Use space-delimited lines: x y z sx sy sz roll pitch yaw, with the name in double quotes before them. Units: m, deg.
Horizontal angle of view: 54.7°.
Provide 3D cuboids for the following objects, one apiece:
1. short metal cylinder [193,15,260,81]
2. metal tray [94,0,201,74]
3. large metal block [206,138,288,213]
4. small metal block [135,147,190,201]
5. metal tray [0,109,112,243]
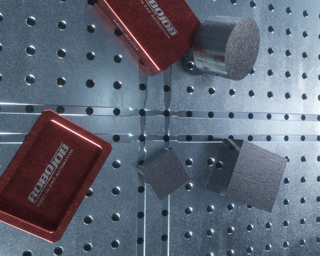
"short metal cylinder" 0.090 -0.108 0.416 0.081 0.050 0.079 -22 123 -39
"metal tray" -0.011 -0.148 0.406 0.090 0.030 0.130 -43 104 -15
"large metal block" 0.125 0.067 0.448 0.080 0.050 0.080 23 82 -19
"small metal block" 0.004 0.060 0.415 0.050 0.025 0.050 -33 101 -17
"metal tray" -0.128 0.054 0.363 0.090 0.030 0.130 32 79 -18
